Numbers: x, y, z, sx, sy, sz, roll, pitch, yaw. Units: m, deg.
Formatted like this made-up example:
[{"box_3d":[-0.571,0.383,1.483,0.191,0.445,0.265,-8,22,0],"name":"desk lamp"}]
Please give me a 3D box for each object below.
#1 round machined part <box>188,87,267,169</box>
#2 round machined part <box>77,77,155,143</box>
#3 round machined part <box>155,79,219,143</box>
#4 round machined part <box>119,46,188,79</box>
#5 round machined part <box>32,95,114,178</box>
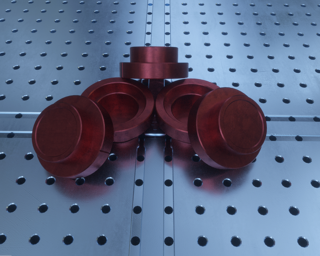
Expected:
[{"box_3d":[0.085,-0.001,0.364,0.099,0.042,0.097,5,79,-25],"name":"round machined part"},{"box_3d":[-0.056,-0.019,0.411,0.099,0.042,0.098,0,50,0],"name":"round machined part"},{"box_3d":[0.043,-0.018,0.412,0.099,0.042,0.098,0,50,0],"name":"round machined part"},{"box_3d":[-0.009,-0.094,0.442,0.099,0.042,0.098,0,12,0],"name":"round machined part"},{"box_3d":[-0.107,0.008,0.358,0.098,0.042,0.098,-5,76,21],"name":"round machined part"}]
